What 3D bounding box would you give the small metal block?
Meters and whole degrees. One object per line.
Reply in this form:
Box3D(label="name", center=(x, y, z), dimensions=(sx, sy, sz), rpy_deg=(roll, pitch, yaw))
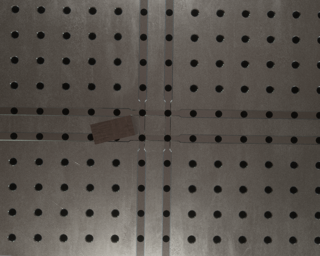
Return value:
Box3D(label="small metal block", center=(-0.057, 0.002, 0.400), dimensions=(0.050, 0.050, 0.025), rpy_deg=(-14, 90, 0))
